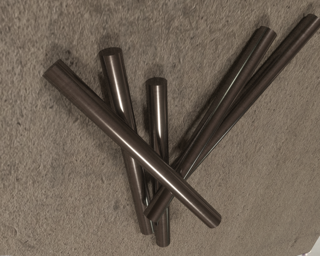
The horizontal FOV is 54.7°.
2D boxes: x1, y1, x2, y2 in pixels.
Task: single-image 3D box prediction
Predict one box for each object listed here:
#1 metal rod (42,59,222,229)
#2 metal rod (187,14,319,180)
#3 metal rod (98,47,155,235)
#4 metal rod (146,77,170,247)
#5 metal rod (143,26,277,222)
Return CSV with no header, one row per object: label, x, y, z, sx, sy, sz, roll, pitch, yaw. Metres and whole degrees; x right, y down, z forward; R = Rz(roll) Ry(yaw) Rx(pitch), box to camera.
metal rod,-0.016,0.036,0.377,0.025,0.025,0.300,-43,116,1
metal rod,0.122,-0.038,0.452,0.025,0.025,0.299,34,99,-39
metal rod,-0.036,0.040,0.413,0.025,0.025,0.298,-20,126,-17
metal rod,0.001,0.069,0.451,0.025,0.025,0.298,-16,125,-20
metal rod,0.065,-0.001,0.423,0.025,0.025,0.299,27,97,-38
